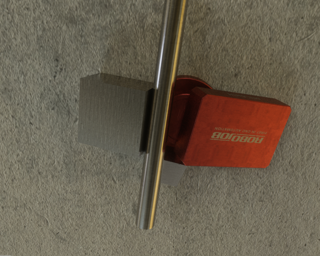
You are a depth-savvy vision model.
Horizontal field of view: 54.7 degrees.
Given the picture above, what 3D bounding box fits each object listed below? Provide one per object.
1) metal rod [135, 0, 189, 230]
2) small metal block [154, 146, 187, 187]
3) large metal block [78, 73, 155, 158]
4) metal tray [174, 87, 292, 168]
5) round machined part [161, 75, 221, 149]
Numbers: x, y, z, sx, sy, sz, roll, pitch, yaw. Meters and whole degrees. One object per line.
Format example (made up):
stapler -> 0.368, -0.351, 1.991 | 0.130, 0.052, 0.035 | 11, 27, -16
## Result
metal rod -> 0.000, -0.015, 0.361 | 0.025, 0.025, 0.298 | 7, 108, -3
small metal block -> 0.006, 0.050, 0.419 | 0.050, 0.025, 0.050 | 15, 135, -5
large metal block -> -0.050, -0.018, 0.379 | 0.080, 0.050, 0.079 | 13, 111, 14
metal tray -> 0.091, 0.003, 0.387 | 0.131, 0.030, 0.089 | 5, 112, -24
round machined part -> 0.031, -0.015, 0.396 | 0.099, 0.042, 0.097 | 0, 110, 0
